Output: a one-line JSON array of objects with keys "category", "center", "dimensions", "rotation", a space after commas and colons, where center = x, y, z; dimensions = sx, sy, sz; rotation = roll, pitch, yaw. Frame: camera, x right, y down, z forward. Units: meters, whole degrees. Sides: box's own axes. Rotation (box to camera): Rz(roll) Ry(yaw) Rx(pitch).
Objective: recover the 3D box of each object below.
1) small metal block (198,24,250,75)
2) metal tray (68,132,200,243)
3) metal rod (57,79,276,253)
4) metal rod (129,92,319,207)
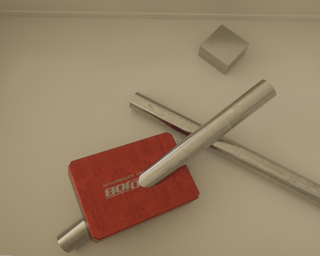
[{"category": "small metal block", "center": [0.092, -0.115, 0.453], "dimensions": [0.050, 0.025, 0.050], "rotation": [40, 75, 13]}, {"category": "metal tray", "center": [-0.030, 0.065, 0.364], "dimensions": [0.131, 0.030, 0.090], "rotation": [-17, 70, -24]}, {"category": "metal rod", "center": [0.009, 0.043, 0.362], "dimensions": [0.301, 0.025, 0.025], "rotation": [-37, 74, -1]}, {"category": "metal rod", "center": [0.096, 0.031, 0.399], "dimensions": [0.301, 0.025, 0.025], "rotation": [28, 72, 9]}]
